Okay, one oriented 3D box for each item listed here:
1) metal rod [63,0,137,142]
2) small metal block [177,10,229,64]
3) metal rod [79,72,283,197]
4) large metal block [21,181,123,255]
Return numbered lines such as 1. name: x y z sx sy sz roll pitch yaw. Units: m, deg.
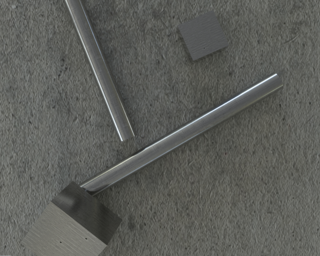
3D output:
1. metal rod: -0.097 -0.125 0.408 0.025 0.025 0.299 -22 90 0
2. small metal block: 0.056 -0.119 0.411 0.050 0.025 0.050 -24 90 -1
3. metal rod: 0.026 0.012 0.410 0.301 0.025 0.025 -30 90 -1
4. large metal block: -0.108 0.128 0.383 0.080 0.050 0.080 39 112 -1
